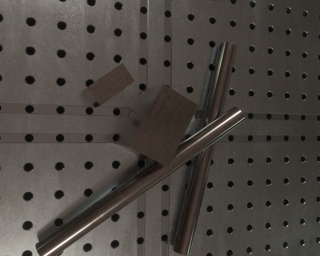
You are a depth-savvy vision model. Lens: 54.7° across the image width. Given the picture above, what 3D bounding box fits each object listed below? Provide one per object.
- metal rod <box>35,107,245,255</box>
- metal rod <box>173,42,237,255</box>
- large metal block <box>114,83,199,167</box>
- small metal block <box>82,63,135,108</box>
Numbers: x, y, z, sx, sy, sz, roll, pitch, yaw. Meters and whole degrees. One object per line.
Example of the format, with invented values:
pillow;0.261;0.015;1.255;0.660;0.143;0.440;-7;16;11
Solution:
metal rod;-0.015;0.064;0.392;0.301;0.025;0.025;-34;102;-11
metal rod;0.065;0.025;0.437;0.025;0.025;0.298;15;85;-20
large metal block;-0.008;-0.003;0.381;0.050;0.080;0.080;30;80;-18
small metal block;-0.064;-0.050;0.376;0.050;0.050;0.025;-38;103;-16
